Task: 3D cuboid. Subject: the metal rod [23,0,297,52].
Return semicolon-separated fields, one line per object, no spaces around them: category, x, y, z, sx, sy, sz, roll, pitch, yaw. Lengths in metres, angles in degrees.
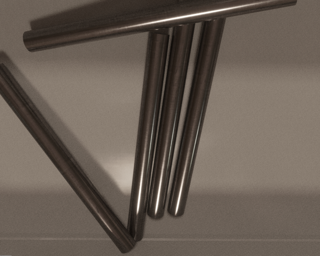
metal rod;-0.009;-0.121;0.344;0.301;0.025;0.025;-7;110;10

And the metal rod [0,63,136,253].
metal rod;-0.125;0.049;0.415;0.025;0.025;0.299;-31;103;10

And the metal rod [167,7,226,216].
metal rod;0.046;-0.016;0.406;0.025;0.025;0.298;8;110;-4

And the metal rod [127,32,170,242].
metal rod;-0.020;0.026;0.420;0.025;0.025;0.298;7;110;-3

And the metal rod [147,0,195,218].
metal rod;0.013;-0.013;0.406;0.025;0.025;0.298;7;110;-3
